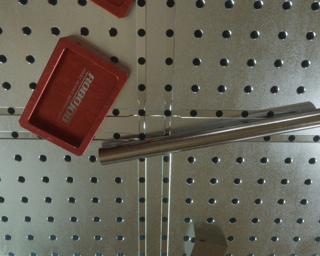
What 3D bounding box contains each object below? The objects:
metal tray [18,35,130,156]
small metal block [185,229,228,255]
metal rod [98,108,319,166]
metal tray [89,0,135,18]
[{"bbox_3d":[-0.108,-0.039,0.394,0.090,0.030,0.129,30,107,-11],"label":"metal tray"},{"bbox_3d":[0.072,0.192,0.485,0.050,0.025,0.050,13,110,-6],"label":"small metal block"},{"bbox_3d":[0.067,0.012,0.418,0.302,0.025,0.025,-10,110,3],"label":"metal rod"},{"bbox_3d":[-0.048,-0.200,0.336,0.090,0.030,0.129,29,107,-11],"label":"metal tray"}]
